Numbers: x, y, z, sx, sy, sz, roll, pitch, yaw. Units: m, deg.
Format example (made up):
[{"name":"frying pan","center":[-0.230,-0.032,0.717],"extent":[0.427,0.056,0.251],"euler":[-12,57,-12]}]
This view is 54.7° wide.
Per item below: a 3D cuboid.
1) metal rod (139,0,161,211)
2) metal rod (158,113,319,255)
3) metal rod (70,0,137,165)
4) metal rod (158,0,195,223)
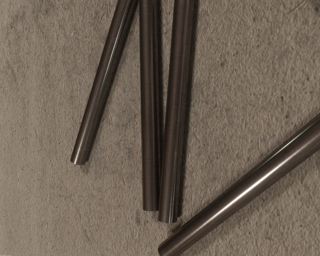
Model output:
[{"name":"metal rod","center":[-0.013,-0.042,0.413],"extent":[0.025,0.025,0.298],"euler":[-2,89,39]},{"name":"metal rod","center":[0.095,0.061,0.325],"extent":[0.299,0.025,0.025],"euler":[-48,62,28]},{"name":"metal rod","center":[-0.086,-0.078,0.472],"extent":[0.025,0.025,0.298],"euler":[32,110,35]},{"name":"metal rod","center":[0.021,-0.031,0.386],"extent":[0.025,0.025,0.298],"euler":[7,95,39]}]
